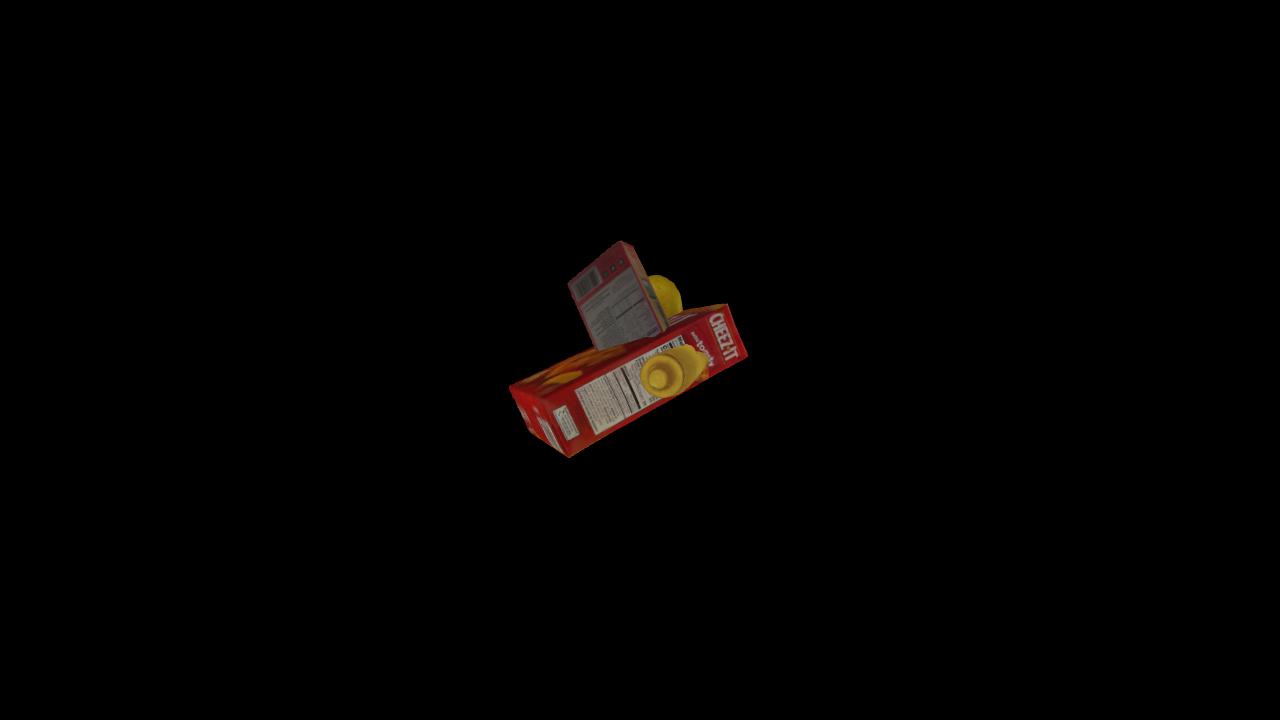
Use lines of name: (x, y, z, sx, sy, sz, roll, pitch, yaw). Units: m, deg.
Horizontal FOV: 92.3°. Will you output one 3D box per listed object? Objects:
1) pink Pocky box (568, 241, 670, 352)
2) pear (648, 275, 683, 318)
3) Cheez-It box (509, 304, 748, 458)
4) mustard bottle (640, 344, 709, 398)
pink Pocky box: (-0.016, -0.041, 0.657, 0.084, 0.155, 0.029, -35, -23, 27)
pear: (0.024, -0.041, 0.721, 0.080, 0.111, 0.080, -32, 3, 2)
Cheez-It box: (-0.018, 0.014, 0.675, 0.223, 0.071, 0.166, -27, 11, -19)
mustard bottle: (0.035, 0.009, 0.655, 0.092, 0.054, 0.184, -24, 1, 13)
